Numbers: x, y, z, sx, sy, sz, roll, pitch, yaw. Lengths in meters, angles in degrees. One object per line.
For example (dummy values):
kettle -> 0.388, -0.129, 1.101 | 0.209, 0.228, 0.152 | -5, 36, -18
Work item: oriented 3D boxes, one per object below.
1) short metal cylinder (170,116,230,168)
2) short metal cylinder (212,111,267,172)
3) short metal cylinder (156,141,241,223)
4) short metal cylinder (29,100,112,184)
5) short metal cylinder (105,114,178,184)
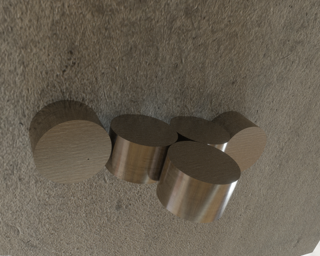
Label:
short metal cylinder -> 0.047, 0.023, 0.413 | 0.081, 0.080, 0.050 | 0, 118, -29
short metal cylinder -> 0.111, 0.021, 0.465 | 0.081, 0.050, 0.079 | -14, 125, -21
short metal cylinder -> 0.041, 0.056, 0.340 | 0.081, 0.080, 0.050 | 0, 119, -29
short metal cylinder -> -0.101, 0.015, 0.346 | 0.081, 0.050, 0.079 | -14, 125, -21
short metal cylinder -> -0.024, 0.023, 0.374 | 0.081, 0.080, 0.050 | 0, 118, -29
